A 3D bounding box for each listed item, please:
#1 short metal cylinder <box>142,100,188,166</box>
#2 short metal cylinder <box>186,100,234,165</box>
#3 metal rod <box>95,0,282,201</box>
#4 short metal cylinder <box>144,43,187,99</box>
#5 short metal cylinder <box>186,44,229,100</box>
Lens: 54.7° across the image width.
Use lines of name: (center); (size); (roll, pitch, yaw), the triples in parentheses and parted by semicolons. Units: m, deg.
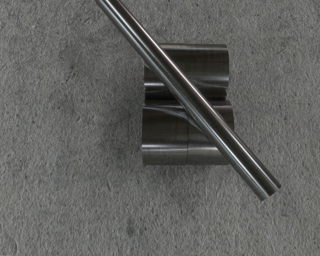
short metal cylinder: (0.006, 0.005, 0.378); (0.050, 0.080, 0.080); (1, 70, 0)
short metal cylinder: (0.057, 0.005, 0.379); (0.050, 0.080, 0.080); (1, 70, 0)
metal rod: (0.020, -0.049, 0.342); (0.025, 0.025, 0.300); (-35, 74, -12)
short metal cylinder: (0.007, -0.070, 0.406); (0.050, 0.080, 0.080); (1, 70, 0)
short metal cylinder: (0.057, -0.069, 0.406); (0.050, 0.080, 0.080); (1, 70, 0)
